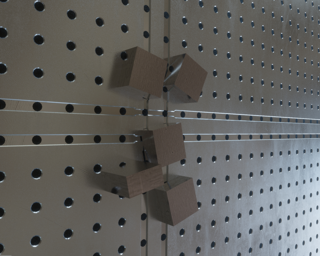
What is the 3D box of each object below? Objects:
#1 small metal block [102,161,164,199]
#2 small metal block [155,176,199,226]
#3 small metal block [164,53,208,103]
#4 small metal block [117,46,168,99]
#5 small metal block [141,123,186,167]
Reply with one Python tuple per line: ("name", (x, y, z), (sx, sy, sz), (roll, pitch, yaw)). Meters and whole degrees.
("small metal block", (-0.032, 0.059, 0.368), (0.050, 0.050, 0.025), (-14, 100, -39))
("small metal block", (0.024, 0.100, 0.432), (0.050, 0.025, 0.050), (-19, 102, -39))
("small metal block", (0.036, -0.070, 0.442), (0.050, 0.025, 0.050), (32, 70, -36))
("small metal block", (-0.021, -0.068, 0.393), (0.050, 0.025, 0.050), (18, 79, -39))
("small metal block", (0.005, 0.022, 0.416), (0.050, 0.025, 0.050), (-15, 100, -39))
